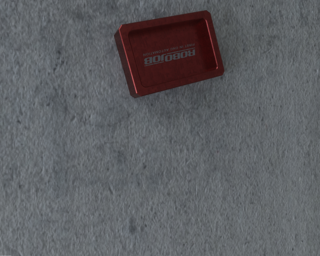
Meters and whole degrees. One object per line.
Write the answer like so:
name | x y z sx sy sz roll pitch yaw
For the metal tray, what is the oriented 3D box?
metal tray | 0.015 -0.099 0.412 0.131 0.030 0.089 -17 96 -20
